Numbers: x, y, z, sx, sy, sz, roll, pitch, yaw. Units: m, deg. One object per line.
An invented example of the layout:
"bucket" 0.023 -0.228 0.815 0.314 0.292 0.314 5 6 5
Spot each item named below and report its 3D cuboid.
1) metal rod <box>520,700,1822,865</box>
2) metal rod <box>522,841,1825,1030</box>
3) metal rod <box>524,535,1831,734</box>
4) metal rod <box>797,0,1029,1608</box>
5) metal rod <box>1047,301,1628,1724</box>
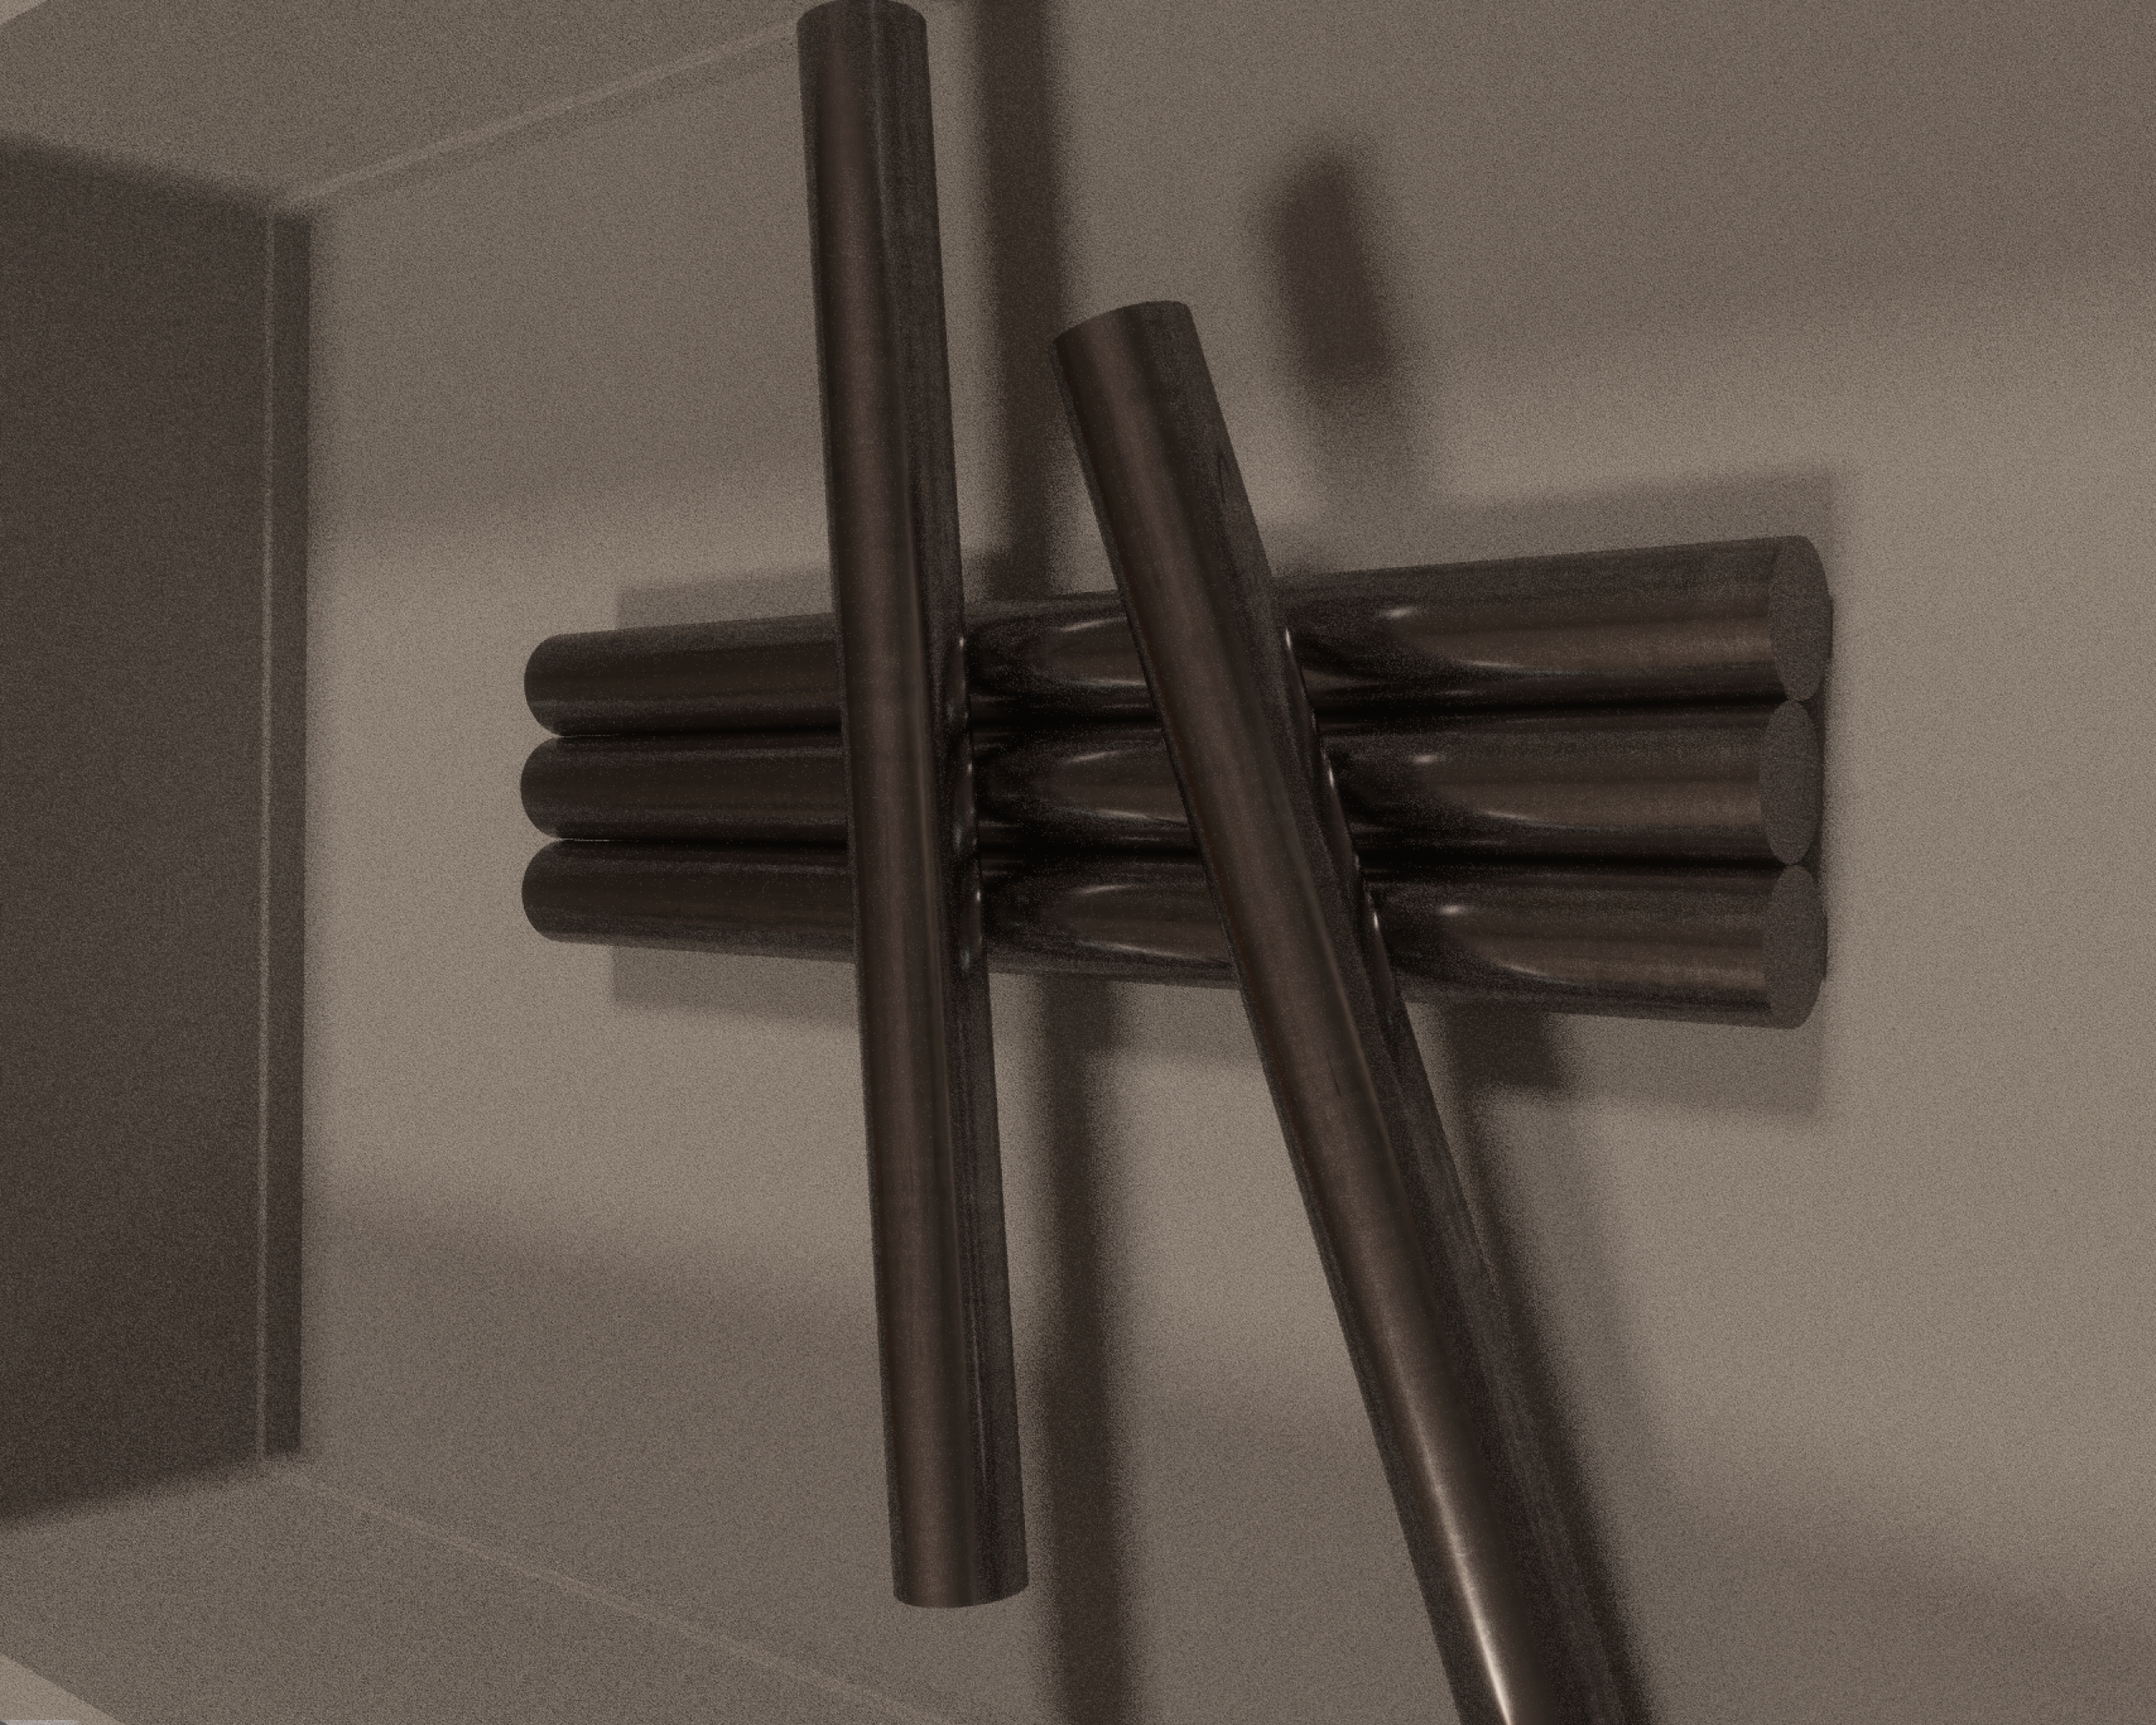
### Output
"metal rod" -0.008 -0.015 0.410 0.300 0.025 0.025 1 91 39
"metal rod" -0.008 0.010 0.410 0.300 0.025 0.025 1 91 39
"metal rod" -0.007 -0.040 0.409 0.300 0.025 0.025 1 91 39
"metal rod" -0.032 -0.014 0.396 0.025 0.025 0.298 -7 86 39
"metal rod" 0.049 0.054 0.337 0.025 0.025 0.298 -20 84 38
